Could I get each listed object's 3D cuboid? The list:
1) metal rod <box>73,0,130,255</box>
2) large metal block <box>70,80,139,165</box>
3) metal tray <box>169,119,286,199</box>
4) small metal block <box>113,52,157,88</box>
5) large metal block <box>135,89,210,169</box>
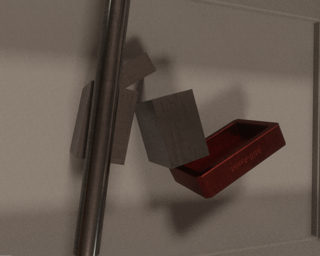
[{"bbox_3d":[-0.054,-0.027,0.306,0.025,0.025,0.298,8,87,-20],"label":"metal rod"},{"bbox_3d":[-0.067,-0.005,0.357,0.050,0.080,0.080,12,86,-20],"label":"large metal block"},{"bbox_3d":[0.085,0.034,0.407,0.131,0.090,0.030,-30,106,-18],"label":"metal tray"},{"bbox_3d":[-0.039,-0.067,0.384,0.050,0.050,0.025,-33,101,-17],"label":"small metal block"},{"bbox_3d":[0.011,0.000,0.386,0.050,0.080,0.080,-18,96,-19],"label":"large metal block"}]
